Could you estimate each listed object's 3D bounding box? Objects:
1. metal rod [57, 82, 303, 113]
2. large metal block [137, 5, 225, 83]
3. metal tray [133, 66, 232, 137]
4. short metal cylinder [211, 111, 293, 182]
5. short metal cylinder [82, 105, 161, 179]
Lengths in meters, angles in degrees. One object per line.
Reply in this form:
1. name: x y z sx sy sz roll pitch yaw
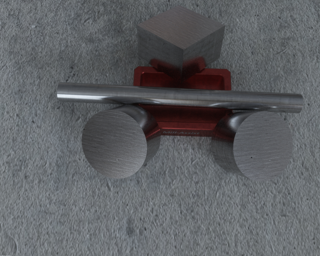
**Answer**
1. metal rod: 0.024 -0.038 0.392 0.302 0.025 0.025 3 70 1
2. large metal block: 0.027 -0.115 0.415 0.080 0.050 0.080 36 56 28
3. metal tray: 0.029 -0.036 0.420 0.131 0.030 0.090 2 70 0
4. short metal cylinder: 0.109 0.020 0.372 0.081 0.050 0.079 -1 93 -19
5. short metal cylinder: -0.045 0.014 0.371 0.080 0.050 0.079 3 102 17
